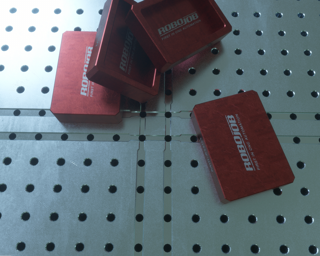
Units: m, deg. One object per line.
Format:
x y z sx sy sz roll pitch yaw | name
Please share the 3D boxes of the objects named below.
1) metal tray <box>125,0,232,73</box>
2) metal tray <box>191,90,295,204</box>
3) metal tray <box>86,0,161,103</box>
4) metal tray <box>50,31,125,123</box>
0.029 -0.144 0.431 0.131 0.030 0.090 -34 91 -28 | metal tray
0.103 0.022 0.402 0.091 0.030 0.130 -15 71 -6 | metal tray
-0.040 -0.109 0.419 0.091 0.030 0.130 22 62 -29 | metal tray
-0.096 -0.073 0.435 0.091 0.030 0.130 2 70 0 | metal tray
